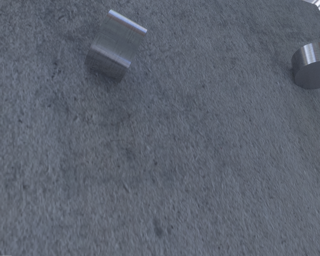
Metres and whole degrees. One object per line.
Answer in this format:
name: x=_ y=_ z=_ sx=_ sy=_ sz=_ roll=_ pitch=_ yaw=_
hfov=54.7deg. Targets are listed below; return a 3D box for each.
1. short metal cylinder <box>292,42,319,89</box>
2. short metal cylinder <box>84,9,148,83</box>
short metal cylinder: x=0.306 y=-0.121 z=0.611 sx=0.081 sy=0.080 sz=0.050 roll=18 pitch=55 yaw=-18
short metal cylinder: x=-0.057 y=-0.106 z=0.403 sx=0.050 sy=0.080 sz=0.080 roll=27 pitch=52 yaw=-12
